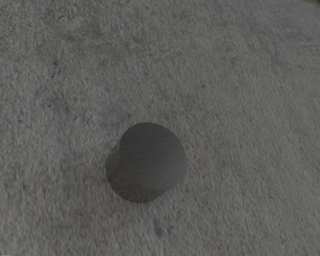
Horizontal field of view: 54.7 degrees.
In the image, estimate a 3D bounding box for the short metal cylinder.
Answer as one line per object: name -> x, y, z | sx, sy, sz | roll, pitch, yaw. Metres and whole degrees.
short metal cylinder -> -0.016, 0.040, 0.356 | 0.081, 0.050, 0.080 | 14, 56, -21
